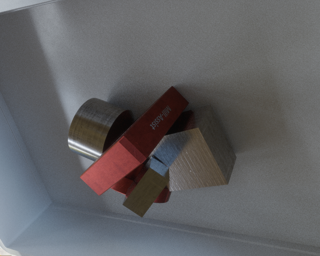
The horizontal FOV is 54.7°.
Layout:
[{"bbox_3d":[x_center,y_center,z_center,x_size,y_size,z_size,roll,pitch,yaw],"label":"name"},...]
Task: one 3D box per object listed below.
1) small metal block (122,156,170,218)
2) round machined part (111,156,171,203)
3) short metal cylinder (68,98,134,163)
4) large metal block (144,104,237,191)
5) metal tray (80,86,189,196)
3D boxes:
[{"bbox_3d":[-0.014,0.064,0.348,0.025,0.050,0.050,35,97,-4],"label":"small metal block"},{"bbox_3d":[-0.028,0.064,0.424,0.098,0.098,0.042,19,90,17],"label":"round machined part"},{"bbox_3d":[-0.076,0.005,0.413,0.050,0.080,0.079,21,126,16],"label":"short metal cylinder"},{"bbox_3d":[0.036,0.027,0.377,0.080,0.050,0.080,-15,115,34],"label":"large metal block"},{"bbox_3d":[-0.025,0.011,0.357,0.030,0.131,0.090,46,128,-5],"label":"metal tray"}]
